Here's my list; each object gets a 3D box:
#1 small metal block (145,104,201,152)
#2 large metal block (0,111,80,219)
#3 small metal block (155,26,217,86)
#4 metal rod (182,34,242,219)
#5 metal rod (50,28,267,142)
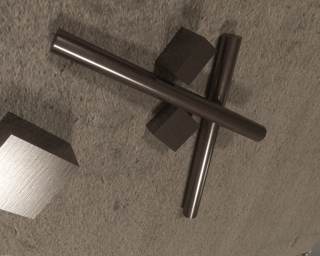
[{"bbox_3d":[0.018,-0.003,0.417,0.050,0.025,0.050,-47,130,4],"label":"small metal block"},{"bbox_3d":[-0.150,0.042,0.335,0.080,0.050,0.080,-49,129,6],"label":"large metal block"},{"bbox_3d":[0.029,-0.083,0.356,0.025,0.050,0.050,32,100,-39],"label":"small metal block"},{"bbox_3d":[0.071,0.015,0.456,0.025,0.025,0.298,-6,121,-26],"label":"metal rod"},{"bbox_3d":[0.021,-0.039,0.374,0.302,0.025,0.025,21,107,-29],"label":"metal rod"}]
